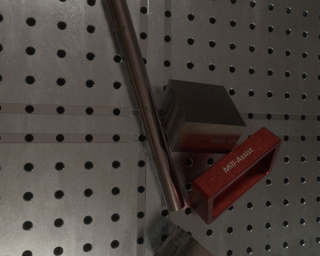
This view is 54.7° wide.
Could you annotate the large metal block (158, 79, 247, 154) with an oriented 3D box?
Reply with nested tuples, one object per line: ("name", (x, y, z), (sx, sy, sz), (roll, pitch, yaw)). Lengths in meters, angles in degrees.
("large metal block", (0.050, -0.014, 0.397), (0.081, 0.080, 0.050), (4, 133, -20))

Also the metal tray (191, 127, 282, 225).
("metal tray", (0.103, 0.066, 0.420), (0.131, 0.030, 0.090), (-35, 146, -17))

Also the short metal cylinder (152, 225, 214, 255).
("short metal cylinder", (0.037, 0.172, 0.399), (0.080, 0.080, 0.050), (46, 76, -15))

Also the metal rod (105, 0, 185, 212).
("metal rod", (-0.019, -0.034, 0.406), (0.025, 0.025, 0.298), (-18, 96, -19))
